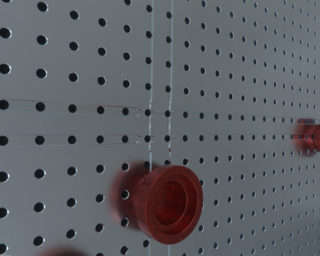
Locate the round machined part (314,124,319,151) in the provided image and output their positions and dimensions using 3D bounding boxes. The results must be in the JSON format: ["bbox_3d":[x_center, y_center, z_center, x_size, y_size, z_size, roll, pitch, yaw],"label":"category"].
[{"bbox_3d":[0.398,0.024,0.729,0.099,0.042,0.097,0,90,-40],"label":"round machined part"}]

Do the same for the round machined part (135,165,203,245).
[{"bbox_3d":[0.007,0.096,0.404,0.099,0.042,0.097,0,90,-40],"label":"round machined part"}]
